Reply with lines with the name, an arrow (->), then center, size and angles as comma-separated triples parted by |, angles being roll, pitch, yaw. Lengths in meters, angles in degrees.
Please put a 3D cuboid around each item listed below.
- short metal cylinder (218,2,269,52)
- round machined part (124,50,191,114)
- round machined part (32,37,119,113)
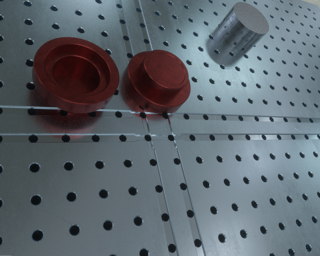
short metal cylinder -> 0.161, -0.194, 0.597 | 0.081, 0.050, 0.080 | 14, 56, -21
round machined part -> 0.001, -0.072, 0.442 | 0.099, 0.042, 0.098 | 14, 56, -21
round machined part -> -0.103, -0.059, 0.378 | 0.099, 0.042, 0.098 | 14, 56, -21
